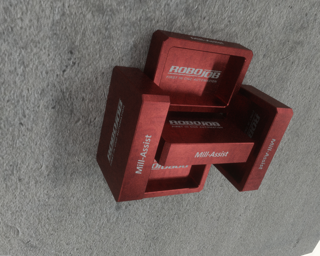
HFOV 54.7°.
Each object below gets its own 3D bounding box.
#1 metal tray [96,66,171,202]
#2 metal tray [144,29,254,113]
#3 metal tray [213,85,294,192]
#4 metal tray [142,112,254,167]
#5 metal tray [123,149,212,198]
[{"bbox_3d":[-0.036,0.006,0.350,0.030,0.090,0.129,1,119,-29],"label":"metal tray"},{"bbox_3d":[0.045,-0.066,0.389,0.131,0.030,0.089,0,121,-29],"label":"metal tray"},{"bbox_3d":[0.122,0.013,0.441,0.030,0.090,0.129,1,118,-29],"label":"metal tray"},{"bbox_3d":[0.042,0.009,0.396,0.131,0.090,0.030,1,119,-29],"label":"metal tray"},{"bbox_3d":[0.013,0.053,0.447,0.131,0.030,0.089,0,117,-29],"label":"metal tray"}]
